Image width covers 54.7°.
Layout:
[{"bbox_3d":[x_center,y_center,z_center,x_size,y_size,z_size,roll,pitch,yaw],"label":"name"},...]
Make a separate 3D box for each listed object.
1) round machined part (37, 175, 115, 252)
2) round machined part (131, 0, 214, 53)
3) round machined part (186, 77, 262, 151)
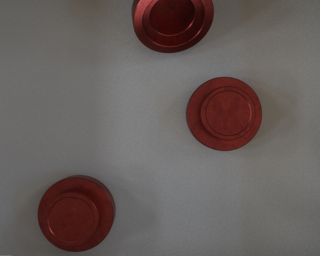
[{"bbox_3d":[-0.110,0.113,0.402,0.099,0.042,0.097,0,90,-1],"label":"round machined part"},{"bbox_3d":[0.014,-0.145,0.385,0.099,0.098,0.042,-11,53,0],"label":"round machined part"},{"bbox_3d":[0.085,-0.019,0.404,0.099,0.042,0.097,0,90,-1],"label":"round machined part"}]
